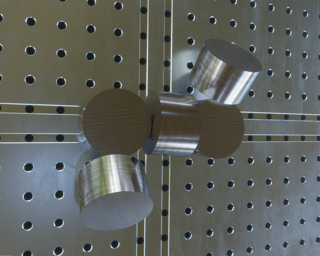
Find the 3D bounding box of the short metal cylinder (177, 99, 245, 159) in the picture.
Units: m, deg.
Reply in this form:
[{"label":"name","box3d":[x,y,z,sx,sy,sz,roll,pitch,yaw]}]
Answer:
[{"label":"short metal cylinder","box3d":[0.067,0.000,0.425,0.081,0.050,0.079,0,90,-21]}]

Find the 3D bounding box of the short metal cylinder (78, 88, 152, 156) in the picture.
[{"label":"short metal cylinder","box3d":[-0.056,-0.006,0.378,0.081,0.050,0.079,0,90,-21]}]

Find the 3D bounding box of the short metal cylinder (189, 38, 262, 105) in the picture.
[{"label":"short metal cylinder","box3d":[0.085,-0.075,0.409,0.081,0.080,0.050,9,129,-20]}]

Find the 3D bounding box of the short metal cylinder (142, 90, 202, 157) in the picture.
[{"label":"short metal cylinder","box3d":[0.011,-0.005,0.388,0.050,0.080,0.080,5,88,-20]}]

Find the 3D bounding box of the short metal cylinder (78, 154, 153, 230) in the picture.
[{"label":"short metal cylinder","box3d":[-0.052,0.076,0.359,0.081,0.050,0.080,-10,137,-9]}]
